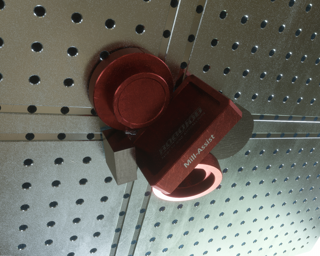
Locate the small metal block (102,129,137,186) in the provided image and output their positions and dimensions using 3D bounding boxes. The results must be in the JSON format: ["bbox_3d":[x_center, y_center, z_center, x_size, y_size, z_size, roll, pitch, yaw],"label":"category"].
[{"bbox_3d":[-0.050,0.034,0.383,0.025,0.050,0.050,-14,125,-21],"label":"small metal block"}]

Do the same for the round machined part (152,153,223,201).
[{"bbox_3d":[0.035,0.061,0.437,0.099,0.042,0.097,-7,140,-5],"label":"round machined part"}]

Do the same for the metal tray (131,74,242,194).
[{"bbox_3d":[0.025,0.004,0.380,0.130,0.090,0.030,-48,129,5],"label":"metal tray"}]

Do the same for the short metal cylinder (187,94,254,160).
[{"bbox_3d":[0.082,-0.003,0.433,0.081,0.050,0.079,-14,124,-21],"label":"short metal cylinder"}]

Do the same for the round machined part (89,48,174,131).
[{"bbox_3d":[-0.028,-0.038,0.356,0.099,0.042,0.097,-14,124,-21],"label":"round machined part"}]
